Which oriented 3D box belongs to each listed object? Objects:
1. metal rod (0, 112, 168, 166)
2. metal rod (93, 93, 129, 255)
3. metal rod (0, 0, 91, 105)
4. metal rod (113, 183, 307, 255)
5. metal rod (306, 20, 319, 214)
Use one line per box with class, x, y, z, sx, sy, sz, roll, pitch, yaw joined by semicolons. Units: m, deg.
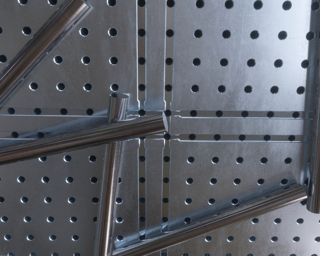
metal rod;-0.139;0.022;0.401;0.301;0.025;0.025;-12;110;11
metal rod;-0.075;0.097;0.447;0.025;0.025;0.298;8;110;-4
metal rod;-0.199;-0.052;0.391;0.300;0.025;0.025;-41;105;13
metal rod;0.069;0.148;0.468;0.301;0.025;0.025;-22;109;7
metal rod;0.216;-0.019;0.409;0.025;0.025;0.298;-6;110;2
